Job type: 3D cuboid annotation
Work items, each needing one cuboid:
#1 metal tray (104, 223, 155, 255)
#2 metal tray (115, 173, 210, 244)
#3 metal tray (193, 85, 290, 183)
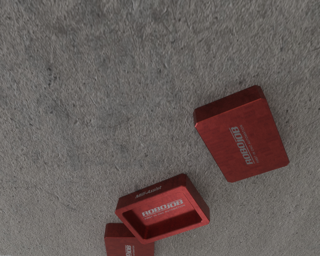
[{"bbox_3d":[-0.056,0.234,0.603,0.091,0.030,0.129,1,130,-1],"label":"metal tray"},{"bbox_3d":[0.004,0.136,0.507,0.130,0.030,0.090,-25,115,19],"label":"metal tray"},{"bbox_3d":[0.111,0.014,0.417,0.090,0.030,0.130,-22,127,17],"label":"metal tray"}]
